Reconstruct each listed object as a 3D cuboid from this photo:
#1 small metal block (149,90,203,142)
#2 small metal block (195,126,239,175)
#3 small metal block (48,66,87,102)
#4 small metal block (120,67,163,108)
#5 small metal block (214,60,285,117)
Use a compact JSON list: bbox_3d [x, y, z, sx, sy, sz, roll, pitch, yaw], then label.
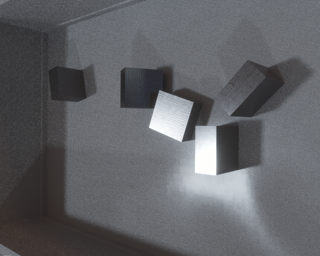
[{"bbox_3d":[0.019,-0.016,0.387,0.050,0.025,0.050,24,105,30],"label":"small metal block"},{"bbox_3d":[0.063,0.023,0.339,0.025,0.050,0.050,1,91,40],"label":"small metal block"},{"bbox_3d":[-0.154,-0.072,0.518,0.025,0.050,0.050,-15,81,39],"label":"small metal block"},{"bbox_3d":[-0.024,-0.051,0.407,0.025,0.050,0.050,-179,90,-69],"label":"small metal block"},{"bbox_3d":[0.091,-0.038,0.315,0.050,0.050,0.025,-51,60,28],"label":"small metal block"}]
